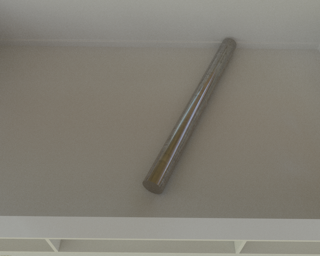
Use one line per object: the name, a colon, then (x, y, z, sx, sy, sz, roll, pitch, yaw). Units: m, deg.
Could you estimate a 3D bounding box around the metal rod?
metal rod: (0.054, -0.037, 0.436, 0.025, 0.025, 0.301, 20, 52, 15)
